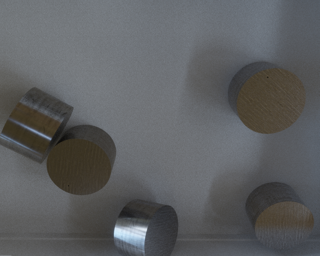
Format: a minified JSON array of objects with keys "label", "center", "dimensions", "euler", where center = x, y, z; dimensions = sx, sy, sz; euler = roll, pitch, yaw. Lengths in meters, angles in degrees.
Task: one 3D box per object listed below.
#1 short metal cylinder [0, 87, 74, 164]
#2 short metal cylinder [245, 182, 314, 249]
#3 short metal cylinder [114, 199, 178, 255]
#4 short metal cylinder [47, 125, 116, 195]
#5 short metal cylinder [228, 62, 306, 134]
[{"label":"short metal cylinder","center":[-0.149,-0.003,0.379],"dimensions":[0.050,0.080,0.080],"euler":[29,107,-11]},{"label":"short metal cylinder","center":[0.170,0.126,0.447],"dimensions":[0.081,0.050,0.079],"euler":[0,110,-1]},{"label":"short metal cylinder","center":[-0.017,0.142,0.427],"dimensions":[0.050,0.080,0.079],"euler":[3,114,34]},{"label":"short metal cylinder","center":[-0.102,0.041,0.412],"dimensions":[0.081,0.050,0.079],"euler":[0,110,-1]},{"label":"short metal cylinder","center":[0.130,-0.039,0.386],"dimensions":[0.081,0.050,0.079],"euler":[0,110,-1]}]
